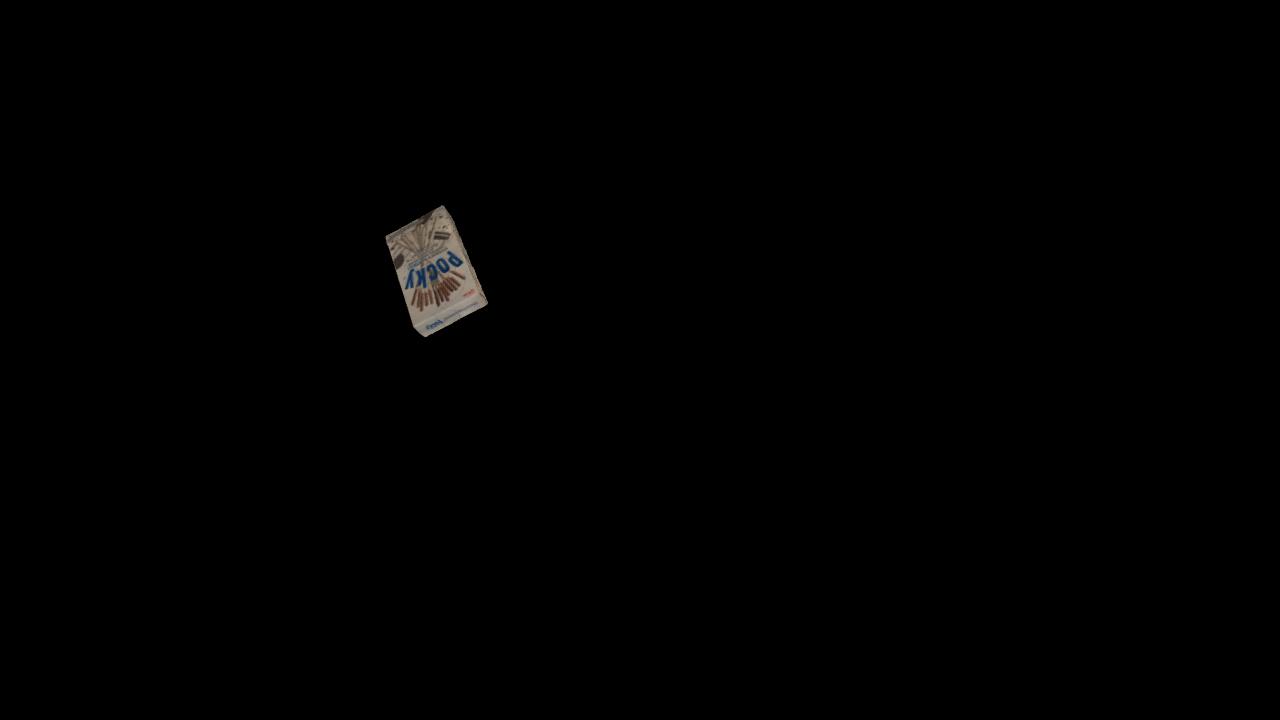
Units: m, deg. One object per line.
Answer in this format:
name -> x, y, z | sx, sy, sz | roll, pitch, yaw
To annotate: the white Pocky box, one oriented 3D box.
white Pocky box -> -0.239, -0.105, 0.714 | 0.084, 0.154, 0.028 | -28, -30, -1
